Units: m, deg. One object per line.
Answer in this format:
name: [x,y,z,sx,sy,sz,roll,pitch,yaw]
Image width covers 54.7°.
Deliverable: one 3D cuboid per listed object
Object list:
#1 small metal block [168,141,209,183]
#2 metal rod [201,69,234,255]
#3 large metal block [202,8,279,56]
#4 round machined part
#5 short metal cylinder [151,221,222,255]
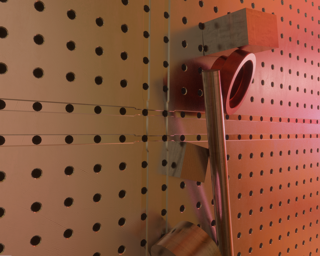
small metal block: [0.043,0.049,0.448,0.050,0.025,0.050,19,78,-39]
metal rod: [0.088,0.064,0.458,0.025,0.025,0.298,-22,112,-38]
large metal block: [0.124,-0.143,0.479,0.081,0.080,0.050,-8,94,-40]
round machined part: [0.104,-0.072,0.471,0.099,0.042,0.097,-41,144,-38]
short metal cylinder: [0.034,0.170,0.405,0.050,0.080,0.080,-32,110,-36]
